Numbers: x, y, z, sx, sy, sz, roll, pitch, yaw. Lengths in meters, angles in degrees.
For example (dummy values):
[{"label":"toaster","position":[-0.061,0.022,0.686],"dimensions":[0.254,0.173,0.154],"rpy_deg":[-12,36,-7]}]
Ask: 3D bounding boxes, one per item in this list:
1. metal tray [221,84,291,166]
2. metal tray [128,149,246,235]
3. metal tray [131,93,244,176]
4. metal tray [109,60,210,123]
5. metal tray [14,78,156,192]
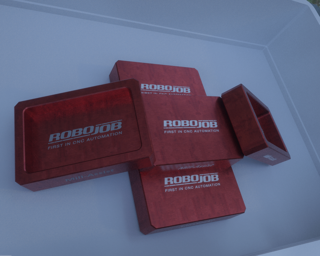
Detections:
[{"label":"metal tray","position":[0.137,0.000,0.434],"dimensions":[0.131,0.030,0.090],"rpy_deg":[20,49,-54]},{"label":"metal tray","position":[0.033,0.070,0.373],"dimensions":[0.131,0.030,0.090],"rpy_deg":[0,62,-29]},{"label":"metal tray","position":[0.031,0.005,0.375],"dimensions":[0.131,0.030,0.090],"rpy_deg":[-1,62,-29]},{"label":"metal tray","position":[0.003,-0.043,0.427],"dimensions":[0.131,0.030,0.090],"rpy_deg":[0,62,-29]},{"label":"metal tray","position":[-0.077,0.006,0.316],"dimensions":[0.131,0.030,0.090],"rpy_deg":[-12,66,-2]}]
